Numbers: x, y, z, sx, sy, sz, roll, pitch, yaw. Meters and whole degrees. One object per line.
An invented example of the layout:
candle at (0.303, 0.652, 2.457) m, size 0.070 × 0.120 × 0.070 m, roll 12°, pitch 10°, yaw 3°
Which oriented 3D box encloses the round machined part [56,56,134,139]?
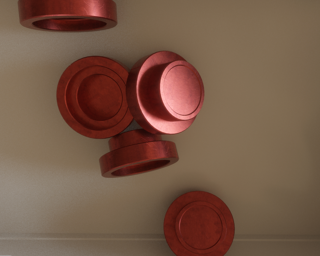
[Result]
round machined part at (-0.071, -0.039, 0.381) m, size 0.099 × 0.042 × 0.097 m, roll 1°, pitch 102°, yaw 6°

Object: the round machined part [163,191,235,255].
round machined part at (0.054, 0.136, 0.427) m, size 0.099 × 0.042 × 0.098 m, roll 0°, pitch 73°, yaw 0°

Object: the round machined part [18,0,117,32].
round machined part at (-0.096, -0.130, 0.325) m, size 0.099 × 0.098 × 0.042 m, roll -2°, pitch 99°, yaw 0°

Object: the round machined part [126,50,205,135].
round machined part at (0.013, -0.041, 0.358) m, size 0.099 × 0.042 × 0.097 m, roll 2°, pitch 86°, yaw -39°

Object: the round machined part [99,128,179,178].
round machined part at (-0.028, 0.031, 0.394) m, size 0.098 × 0.098 × 0.042 m, roll -15°, pitch 75°, yaw 5°
